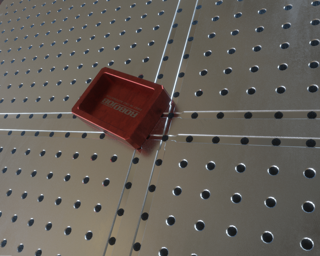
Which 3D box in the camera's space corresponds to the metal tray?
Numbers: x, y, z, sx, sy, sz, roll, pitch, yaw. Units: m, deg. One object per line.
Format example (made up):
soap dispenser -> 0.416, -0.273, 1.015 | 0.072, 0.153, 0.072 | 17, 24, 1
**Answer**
metal tray -> -0.059, -0.034, 0.455 | 0.130, 0.030, 0.090 | 24, 74, 36
